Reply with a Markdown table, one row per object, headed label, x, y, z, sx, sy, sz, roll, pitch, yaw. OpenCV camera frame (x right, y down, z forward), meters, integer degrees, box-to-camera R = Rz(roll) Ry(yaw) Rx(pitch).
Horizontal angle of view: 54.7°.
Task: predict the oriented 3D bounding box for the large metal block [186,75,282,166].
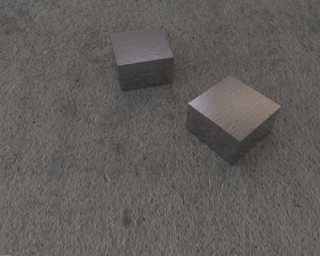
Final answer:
| label | x | y | z | sx | sy | sz | roll | pitch | yaw |
| --- | --- | --- | --- | --- | --- | --- | --- | --- | --- |
| large metal block | 0.091 | -0.012 | 0.398 | 0.080 | 0.050 | 0.080 | -35 | 58 | -26 |

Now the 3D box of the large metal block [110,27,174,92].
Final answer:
| label | x | y | z | sx | sy | sz | roll | pitch | yaw |
| --- | --- | --- | --- | --- | --- | --- | --- | --- | --- |
| large metal block | -0.029 | -0.107 | 0.476 | 0.081 | 0.050 | 0.080 | -11 | 51 | -9 |
